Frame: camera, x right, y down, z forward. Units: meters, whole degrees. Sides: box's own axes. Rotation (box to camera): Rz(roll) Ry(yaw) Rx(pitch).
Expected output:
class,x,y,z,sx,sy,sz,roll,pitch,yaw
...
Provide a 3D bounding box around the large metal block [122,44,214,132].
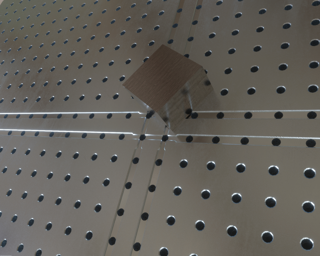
class,x,y,z,sx,sy,sz,roll,pitch,yaw
large metal block,0.010,-0.056,0.420,0.080,0.050,0.080,-46,52,-4
